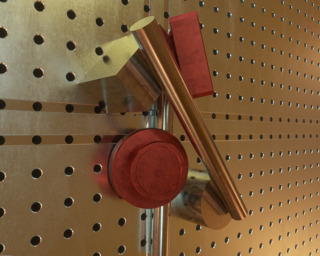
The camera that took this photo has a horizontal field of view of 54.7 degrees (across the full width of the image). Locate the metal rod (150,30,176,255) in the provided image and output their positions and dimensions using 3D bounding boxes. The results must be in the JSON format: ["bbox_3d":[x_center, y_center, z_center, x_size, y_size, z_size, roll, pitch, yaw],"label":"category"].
[{"bbox_3d":[0.004,0.020,0.415,0.025,0.025,0.298,3,88,-40],"label":"metal rod"}]

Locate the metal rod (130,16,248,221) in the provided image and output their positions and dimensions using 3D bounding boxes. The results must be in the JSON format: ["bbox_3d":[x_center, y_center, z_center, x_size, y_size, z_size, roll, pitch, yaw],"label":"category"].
[{"bbox_3d":[0.048,0.014,0.360,0.025,0.025,0.299,-51,128,-28],"label":"metal rod"}]

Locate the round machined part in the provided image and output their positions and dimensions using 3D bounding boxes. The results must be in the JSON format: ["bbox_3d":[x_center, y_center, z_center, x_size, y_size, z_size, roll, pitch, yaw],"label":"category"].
[{"bbox_3d":[-0.009,0.049,0.372,0.099,0.042,0.097,0,90,-23],"label":"round machined part"}]

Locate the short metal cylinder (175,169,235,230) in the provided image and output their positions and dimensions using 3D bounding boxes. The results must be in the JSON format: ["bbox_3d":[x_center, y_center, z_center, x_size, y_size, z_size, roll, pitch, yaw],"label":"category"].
[{"bbox_3d":[0.069,0.102,0.454,0.081,0.050,0.079,0,90,-40],"label":"short metal cylinder"}]

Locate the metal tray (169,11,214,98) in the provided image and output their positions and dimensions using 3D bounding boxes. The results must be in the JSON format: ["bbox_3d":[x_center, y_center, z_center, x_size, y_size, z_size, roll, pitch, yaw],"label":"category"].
[{"bbox_3d":[0.041,-0.090,0.391,0.130,0.030,0.089,-63,140,-75],"label":"metal tray"}]

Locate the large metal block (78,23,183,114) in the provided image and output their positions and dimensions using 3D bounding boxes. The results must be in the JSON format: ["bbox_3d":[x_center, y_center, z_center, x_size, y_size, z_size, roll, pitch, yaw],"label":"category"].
[{"bbox_3d":[-0.032,-0.064,0.349,0.050,0.080,0.080,49,61,-29],"label":"large metal block"}]
